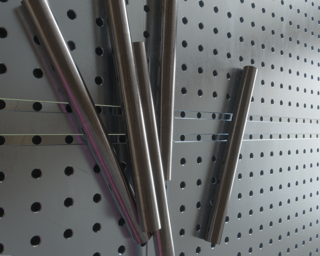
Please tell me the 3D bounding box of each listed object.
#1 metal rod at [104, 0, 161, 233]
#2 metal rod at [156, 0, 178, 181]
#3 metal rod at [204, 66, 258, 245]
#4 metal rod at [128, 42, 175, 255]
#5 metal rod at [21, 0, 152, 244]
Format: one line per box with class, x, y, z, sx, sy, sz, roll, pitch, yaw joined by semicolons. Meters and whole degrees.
metal rod;-0.034;-0.028;0.364;0.025;0.025;0.298;-10;91;-40
metal rod;0.009;-0.081;0.418;0.025;0.025;0.298;4;88;-40
metal rod;0.120;0.037;0.512;0.025;0.025;0.299;26;74;-38
metal rod;-0.010;0.044;0.389;0.025;0.025;0.298;-9;92;-40
metal rod;-0.073;0.006;0.349;0.025;0.025;0.298;-34;111;-35
